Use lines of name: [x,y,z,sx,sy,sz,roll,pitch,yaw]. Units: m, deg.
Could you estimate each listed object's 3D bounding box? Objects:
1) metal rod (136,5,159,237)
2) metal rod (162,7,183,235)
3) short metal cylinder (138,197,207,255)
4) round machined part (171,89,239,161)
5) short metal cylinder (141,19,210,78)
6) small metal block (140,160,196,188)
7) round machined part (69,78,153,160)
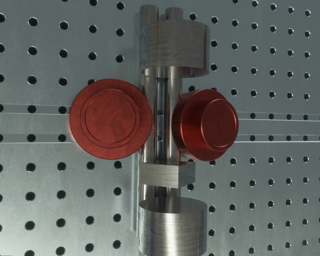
metal rod: [-0.016,-0.008,0.406,0.025,0.025,0.298,1,90,-20]
metal rod: [0.017,-0.009,0.418,0.025,0.025,0.298,1,90,-20]
short metal cylinder: [0.015,0.115,0.366,0.081,0.080,0.050,1,90,-20]
round machined part: [0.067,-0.004,0.414,0.099,0.042,0.097,0,91,-35]
short metal cylinder: [0.018,-0.090,0.366,0.081,0.080,0.050,1,90,-20]
small metal block: [0.010,0.055,0.378,0.050,0.050,0.025,2,89,-62]
round machined part: [-0.058,-0.011,0.369,0.099,0.042,0.097,0,90,-6]
